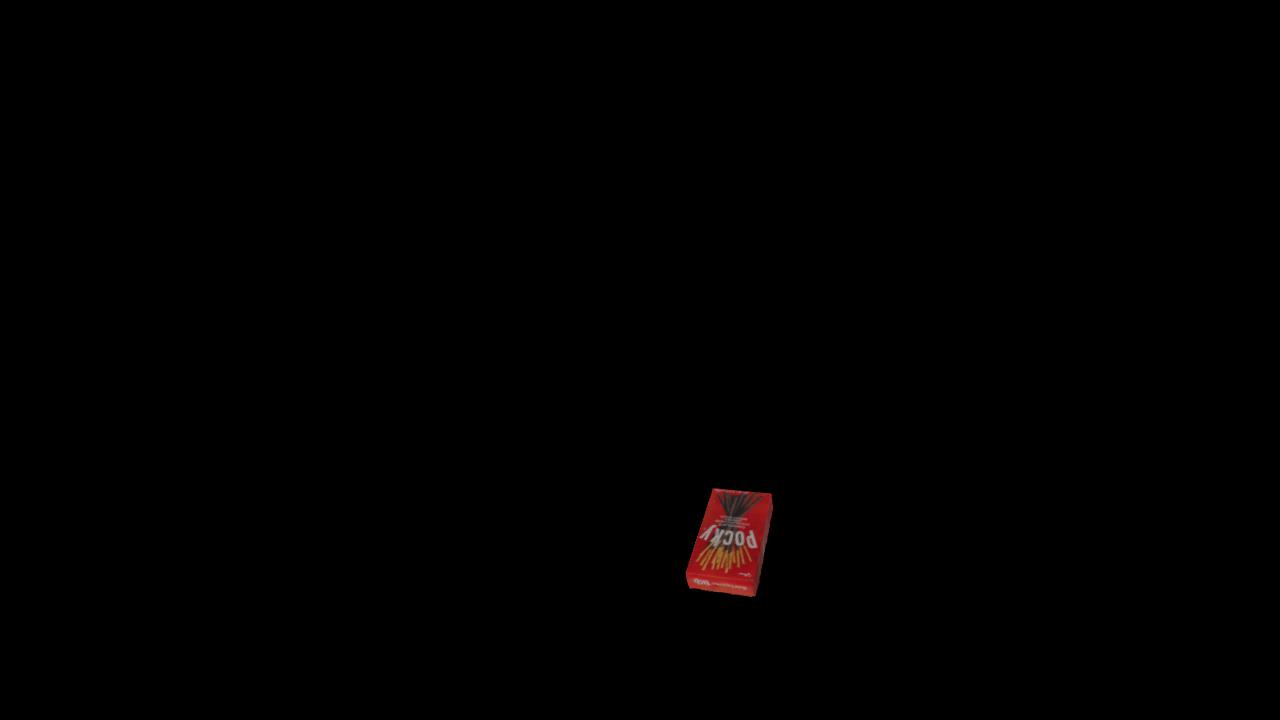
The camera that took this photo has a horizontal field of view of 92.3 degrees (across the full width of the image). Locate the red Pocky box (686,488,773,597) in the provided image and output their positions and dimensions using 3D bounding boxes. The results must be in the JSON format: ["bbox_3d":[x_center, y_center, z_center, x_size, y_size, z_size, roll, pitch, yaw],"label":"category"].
[{"bbox_3d":[0.116,0.222,0.770,0.083,0.028,0.155,1,30,20],"label":"red Pocky box"}]
